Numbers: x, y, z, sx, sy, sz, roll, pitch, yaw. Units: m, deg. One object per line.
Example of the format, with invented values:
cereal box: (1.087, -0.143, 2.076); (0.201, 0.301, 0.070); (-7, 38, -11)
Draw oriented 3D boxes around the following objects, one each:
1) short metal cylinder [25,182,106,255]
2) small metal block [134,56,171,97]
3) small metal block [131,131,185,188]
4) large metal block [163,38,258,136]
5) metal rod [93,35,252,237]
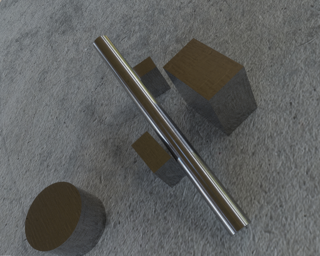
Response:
short metal cylinder: (-0.114, 0.112, 0.377); (0.080, 0.050, 0.080); (-13, 56, 20)
small metal block: (-0.020, -0.064, 0.436); (0.050, 0.050, 0.025); (-33, 52, 6)
small metal block: (0.000, 0.037, 0.364); (0.025, 0.050, 0.050); (-43, 51, -1)
large metal block: (0.060, -0.047, 0.365); (0.050, 0.080, 0.080); (-45, 51, -3)
metal rod: (-0.001, -0.010, 0.366); (0.025, 0.025, 0.300); (-38, 64, 3)
